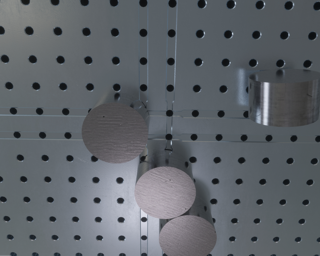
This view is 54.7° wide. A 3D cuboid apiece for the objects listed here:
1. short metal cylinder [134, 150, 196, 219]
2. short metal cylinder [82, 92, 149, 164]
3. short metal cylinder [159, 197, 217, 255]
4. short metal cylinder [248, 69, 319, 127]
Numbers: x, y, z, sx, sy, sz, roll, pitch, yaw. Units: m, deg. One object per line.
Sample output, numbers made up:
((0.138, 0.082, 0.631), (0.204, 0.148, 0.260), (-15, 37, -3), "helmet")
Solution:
((0.007, 0.077, 0.428), (0.081, 0.050, 0.079), (0, 110, 0), "short metal cylinder")
((-0.055, -0.001, 0.399), (0.081, 0.050, 0.079), (0, 110, 0), "short metal cylinder")
((0.039, 0.146, 0.454), (0.081, 0.050, 0.079), (0, 110, 0), "short metal cylinder")
((0.148, -0.039, 0.371), (0.080, 0.080, 0.050), (-5, 110, 2), "short metal cylinder")
